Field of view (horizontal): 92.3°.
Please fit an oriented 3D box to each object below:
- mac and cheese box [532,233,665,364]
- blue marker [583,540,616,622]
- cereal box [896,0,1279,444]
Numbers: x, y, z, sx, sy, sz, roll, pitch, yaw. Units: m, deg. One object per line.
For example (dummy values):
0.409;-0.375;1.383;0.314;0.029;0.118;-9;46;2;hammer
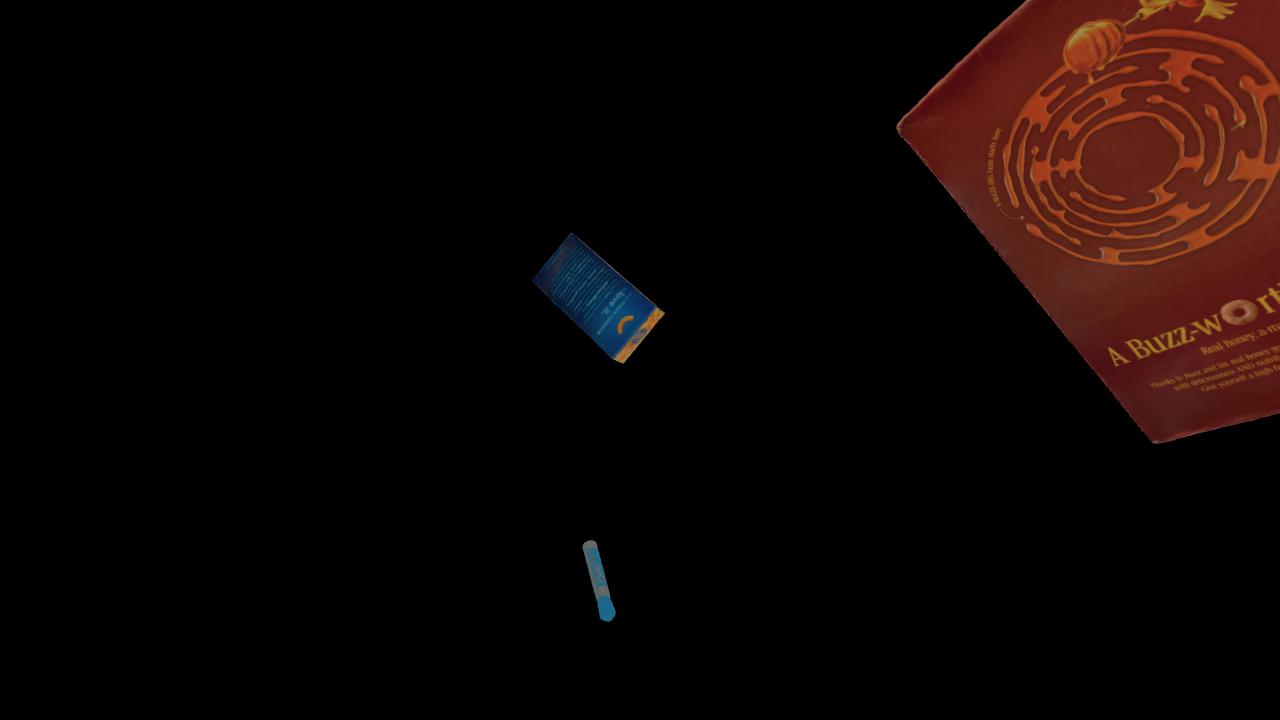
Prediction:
-0.061;-0.088;0.854;0.184;0.093;0.041;44;7;25;mac and cheese box
-0.051;0.267;0.748;0.020;0.020;0.121;0;26;-16;blue marker
0.343;-0.112;0.391;0.081;0.306;0.203;-32;-8;-33;cereal box
